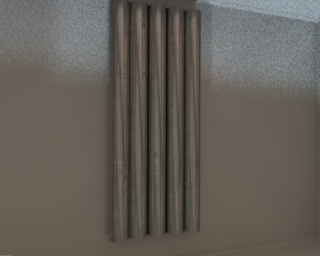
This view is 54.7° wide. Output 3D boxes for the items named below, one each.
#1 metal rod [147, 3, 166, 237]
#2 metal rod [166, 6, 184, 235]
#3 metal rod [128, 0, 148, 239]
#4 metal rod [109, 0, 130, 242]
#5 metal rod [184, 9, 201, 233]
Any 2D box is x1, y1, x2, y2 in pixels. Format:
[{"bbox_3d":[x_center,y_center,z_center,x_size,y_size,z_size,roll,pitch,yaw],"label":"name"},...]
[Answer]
[{"bbox_3d":[-0.005,-0.010,0.407,0.025,0.025,0.298,0,90,-20],"label":"metal rod"},{"bbox_3d":[0.020,-0.010,0.416,0.025,0.025,0.298,0,90,-20],"label":"metal rod"},{"bbox_3d":[-0.029,-0.010,0.399,0.025,0.025,0.298,0,90,-20],"label":"metal rod"},{"bbox_3d":[-0.051,-0.010,0.390,0.025,0.025,0.298,0,90,-20],"label":"metal rod"},{"bbox_3d":[0.043,-0.009,0.425,0.025,0.025,0.298,0,90,-20],"label":"metal rod"}]
